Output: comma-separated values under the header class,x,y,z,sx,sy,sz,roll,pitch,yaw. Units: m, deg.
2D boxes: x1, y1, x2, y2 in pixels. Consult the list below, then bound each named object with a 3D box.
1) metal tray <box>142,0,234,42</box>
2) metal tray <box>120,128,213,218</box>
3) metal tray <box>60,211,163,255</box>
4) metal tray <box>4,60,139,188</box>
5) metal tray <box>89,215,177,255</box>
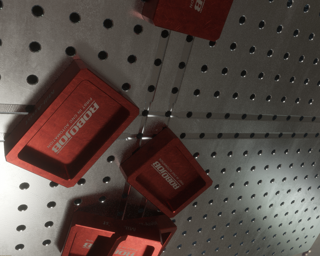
class,x,y,z,sx,sy,sz,roll,pitch,yaw
metal tray,0.043,-0.167,0.329,0.091,0.030,0.129,4,116,-31
metal tray,0.014,0.071,0.461,0.090,0.030,0.130,-40,130,-1
metal tray,-0.072,0.177,0.451,0.131,0.030,0.089,17,111,-13
metal tray,-0.098,-0.001,0.354,0.130,0.030,0.090,-48,130,5
metal tray,-0.042,0.184,0.481,0.131,0.030,0.089,11,114,-48
